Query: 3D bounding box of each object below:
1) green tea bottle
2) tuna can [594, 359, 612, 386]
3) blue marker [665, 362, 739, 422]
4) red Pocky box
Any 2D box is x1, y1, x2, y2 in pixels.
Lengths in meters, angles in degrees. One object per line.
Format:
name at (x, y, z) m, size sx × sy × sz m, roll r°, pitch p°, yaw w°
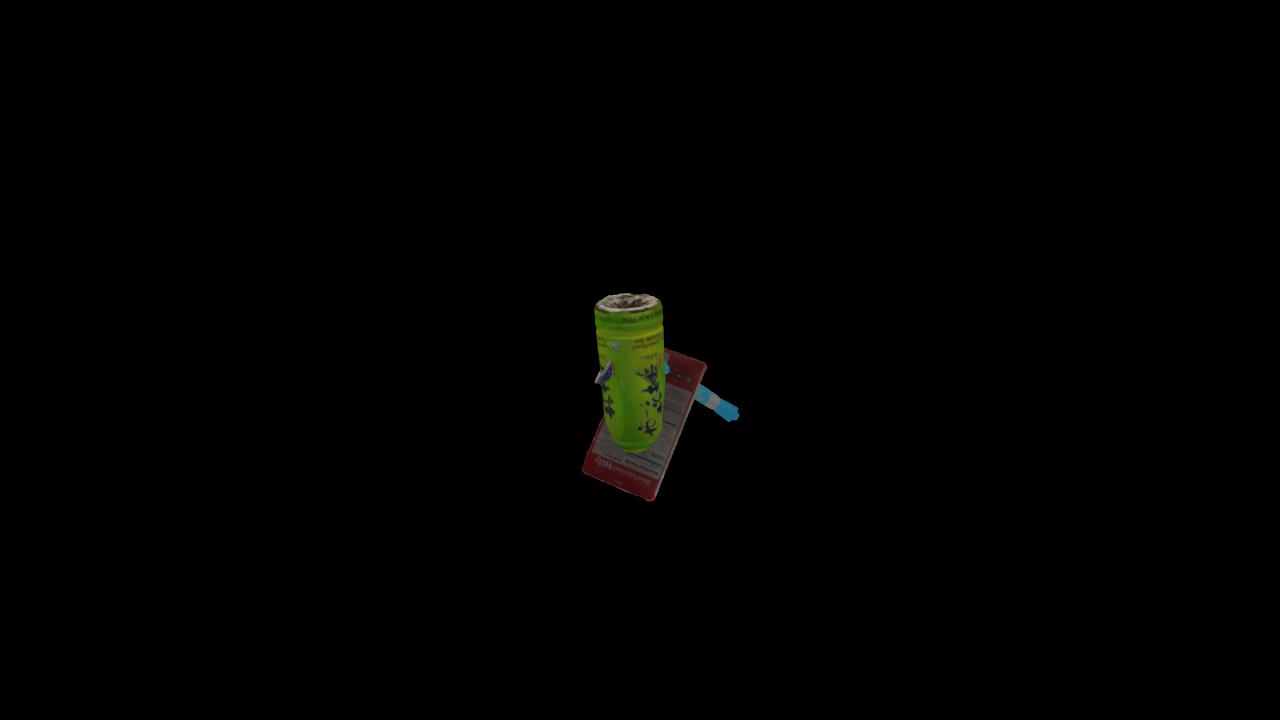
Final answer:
green tea bottle at (-0.004, 0.039, 0.646) m, size 0.073 × 0.212 × 0.073 m, roll -5°, pitch 21°, yaw 2°
tuna can at (-0.012, -0.004, 0.645) m, size 0.034 × 0.084 × 0.084 m, roll 32°, pitch -3°, yaw -5°
blue marker at (0.057, 0.031, 0.660) m, size 0.121 × 0.020 × 0.020 m, roll 33°, pitch -7°, yaw -12°
red Pocky box at (0.005, 0.062, 0.651) m, size 0.083 × 0.155 × 0.028 m, roll 21°, pitch -9°, yaw 11°
